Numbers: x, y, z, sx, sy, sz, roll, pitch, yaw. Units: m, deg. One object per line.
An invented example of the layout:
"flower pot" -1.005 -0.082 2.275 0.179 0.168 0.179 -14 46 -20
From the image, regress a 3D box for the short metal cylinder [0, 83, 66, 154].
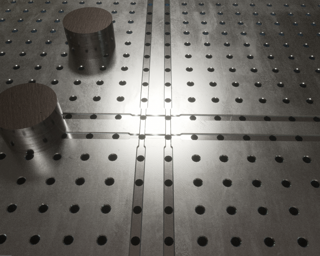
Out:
"short metal cylinder" -0.168 -0.013 0.400 0.081 0.050 0.080 0 50 0

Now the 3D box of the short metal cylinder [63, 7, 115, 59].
"short metal cylinder" -0.118 -0.162 0.526 0.081 0.050 0.080 0 50 0
